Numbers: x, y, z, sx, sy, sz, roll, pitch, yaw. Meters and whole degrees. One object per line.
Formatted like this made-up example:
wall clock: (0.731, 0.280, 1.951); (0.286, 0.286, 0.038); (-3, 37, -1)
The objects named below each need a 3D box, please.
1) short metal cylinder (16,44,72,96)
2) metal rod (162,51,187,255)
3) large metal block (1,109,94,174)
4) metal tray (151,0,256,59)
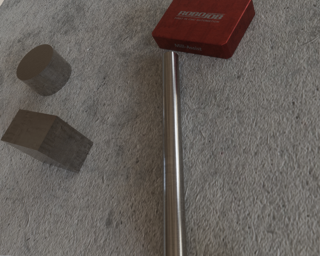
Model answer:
short metal cylinder: (-0.210, -0.104, 0.562); (0.080, 0.050, 0.080); (-13, 56, 21)
metal rod: (0.015, 0.023, 0.381); (0.025, 0.025, 0.299); (-13, 56, 21)
large metal block: (-0.158, 0.019, 0.440); (0.080, 0.080, 0.050); (9, 67, 32)
metal tray: (0.062, -0.156, 0.464); (0.130, 0.030, 0.090); (20, 72, 35)
